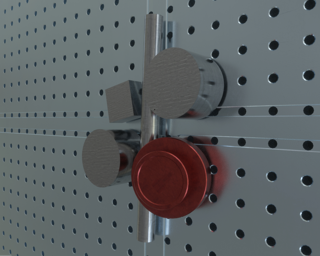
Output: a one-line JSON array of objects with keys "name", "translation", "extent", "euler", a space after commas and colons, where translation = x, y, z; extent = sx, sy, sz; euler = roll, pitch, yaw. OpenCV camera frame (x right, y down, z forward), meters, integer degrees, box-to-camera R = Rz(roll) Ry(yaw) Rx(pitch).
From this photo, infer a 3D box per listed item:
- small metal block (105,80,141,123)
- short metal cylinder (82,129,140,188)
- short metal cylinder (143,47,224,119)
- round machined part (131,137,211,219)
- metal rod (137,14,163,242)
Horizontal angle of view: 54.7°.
[{"name": "small metal block", "translation": [-0.050, -0.037, 0.445], "extent": [0.050, 0.025, 0.050], "euler": [-14, 81, 39]}, {"name": "short metal cylinder", "translation": [-0.066, 0.041, 0.442], "extent": [0.080, 0.050, 0.079], "euler": [0, 90, 40]}, {"name": "short metal cylinder", "translation": [0.027, -0.050, 0.365], "extent": [0.080, 0.050, 0.079], "euler": [0, 90, 40]}, {"name": "round machined part", "translation": [0.008, 0.060, 0.371], "extent": [0.098, 0.042, 0.097], "euler": [0, 89, 24]}, {"name": "metal rod", "translation": [-0.014, 0.001, 0.415], "extent": [0.025, 0.025, 0.298], "euler": [4, 92, 40]}]
